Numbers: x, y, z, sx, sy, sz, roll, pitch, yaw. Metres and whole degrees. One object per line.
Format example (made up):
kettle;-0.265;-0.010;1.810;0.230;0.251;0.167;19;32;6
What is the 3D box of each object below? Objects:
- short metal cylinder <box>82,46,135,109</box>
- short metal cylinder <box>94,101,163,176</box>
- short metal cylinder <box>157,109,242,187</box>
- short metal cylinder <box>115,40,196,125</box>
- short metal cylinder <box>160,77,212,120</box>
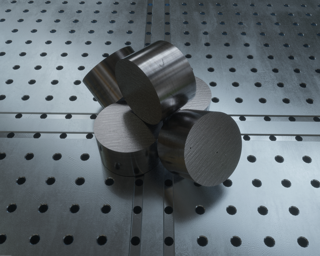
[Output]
short metal cylinder;-0.055;-0.065;0.417;0.080;0.080;0.050;-39;94;-28
short metal cylinder;-0.037;0.012;0.380;0.081;0.050;0.080;0;50;0
short metal cylinder;0.044;0.020;0.346;0.080;0.080;0.050;-33;22;-25
short metal cylinder;-0.006;-0.051;0.348;0.050;0.080;0.080;-34;58;-25
short metal cylinder;0.026;-0.028;0.415;0.081;0.050;0.080;0;50;0
